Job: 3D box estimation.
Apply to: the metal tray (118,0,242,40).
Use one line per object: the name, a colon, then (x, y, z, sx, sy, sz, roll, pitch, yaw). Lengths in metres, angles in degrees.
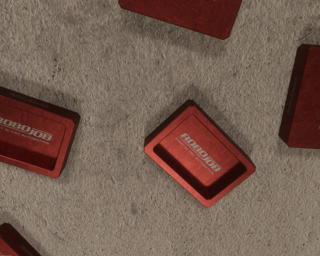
metal tray: (0.028, -0.162, 0.348, 0.131, 0.030, 0.089, 15, 109, -6)

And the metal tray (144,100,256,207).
metal tray: (0.053, 0.037, 0.421, 0.090, 0.030, 0.130, -43, 105, 14)

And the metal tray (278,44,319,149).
metal tray: (0.213, -0.037, 0.396, 0.091, 0.030, 0.129, 4, 110, -2)

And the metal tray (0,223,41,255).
metal tray: (-0.236, 0.220, 0.484, 0.090, 0.030, 0.130, -31, 108, 10)

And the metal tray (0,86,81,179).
metal tray: (-0.182, 0.004, 0.405, 0.131, 0.030, 0.089, 19, 109, -8)
